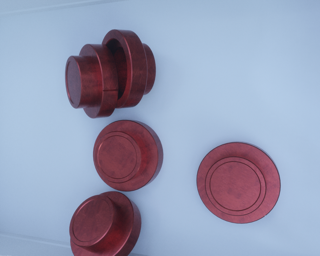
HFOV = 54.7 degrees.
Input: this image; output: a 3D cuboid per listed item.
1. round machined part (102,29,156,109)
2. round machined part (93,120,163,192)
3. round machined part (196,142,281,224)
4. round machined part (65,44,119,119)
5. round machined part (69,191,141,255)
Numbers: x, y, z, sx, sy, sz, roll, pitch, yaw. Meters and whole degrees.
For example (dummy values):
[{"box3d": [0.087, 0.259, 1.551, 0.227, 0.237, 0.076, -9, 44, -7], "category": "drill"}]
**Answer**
[{"box3d": [-0.040, -0.075, 0.399, 0.098, 0.042, 0.097, 18, 111, 55], "category": "round machined part"}, {"box3d": [-0.049, 0.037, 0.419, 0.098, 0.042, 0.097, 0, 90, 20], "category": "round machined part"}, {"box3d": [0.091, 0.066, 0.369, 0.098, 0.042, 0.097, 0, 90, 20], "category": "round machined part"}, {"box3d": [-0.094, -0.061, 0.408, 0.098, 0.042, 0.097, 18, 112, 55], "category": "round machined part"}, {"box3d": [-0.077, 0.126, 0.402, 0.098, 0.042, 0.098, -18, 46, 20], "category": "round machined part"}]
